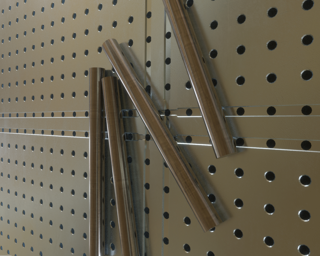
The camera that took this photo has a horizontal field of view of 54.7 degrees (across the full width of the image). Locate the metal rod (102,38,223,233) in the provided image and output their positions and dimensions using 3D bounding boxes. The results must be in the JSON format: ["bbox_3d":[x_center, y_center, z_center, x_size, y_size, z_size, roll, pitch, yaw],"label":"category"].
[{"bbox_3d":[-0.007,-0.006,0.413,0.025,0.025,0.299,-44,64,31],"label":"metal rod"}]

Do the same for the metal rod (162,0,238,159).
[{"bbox_3d":[0.033,-0.108,0.380,0.025,0.025,0.299,-27,73,36],"label":"metal rod"}]

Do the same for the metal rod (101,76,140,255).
[{"bbox_3d":[-0.056,0.072,0.453,0.025,0.025,0.298,-13,82,39],"label":"metal rod"}]

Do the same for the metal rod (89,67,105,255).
[{"bbox_3d":[-0.099,0.056,0.488,0.025,0.025,0.298,0,90,39],"label":"metal rod"}]
